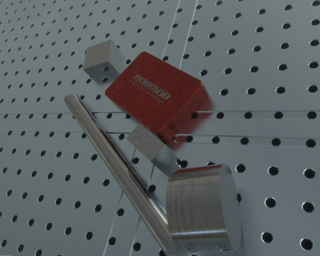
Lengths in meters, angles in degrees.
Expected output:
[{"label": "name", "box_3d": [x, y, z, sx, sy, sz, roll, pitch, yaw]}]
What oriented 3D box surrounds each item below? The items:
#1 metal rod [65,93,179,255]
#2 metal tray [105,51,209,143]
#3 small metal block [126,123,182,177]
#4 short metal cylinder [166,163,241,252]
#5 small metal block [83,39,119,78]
[{"label": "metal rod", "box_3d": [-0.064, 0.039, 0.415, 0.025, 0.025, 0.300, -42, 51, -1]}, {"label": "metal tray", "box_3d": [-0.008, -0.048, 0.438, 0.090, 0.030, 0.130, -48, 52, -6]}, {"label": "small metal block", "box_3d": [-0.007, 0.027, 0.378, 0.025, 0.050, 0.050, -48, 52, -5]}, {"label": "short metal cylinder", "box_3d": [0.045, 0.077, 0.301, 0.050, 0.080, 0.080, -11, 57, 22]}, {"label": "small metal block", "box_3d": [-0.101, -0.119, 0.532, 0.050, 0.025, 0.050, -13, 56, 20]}]
